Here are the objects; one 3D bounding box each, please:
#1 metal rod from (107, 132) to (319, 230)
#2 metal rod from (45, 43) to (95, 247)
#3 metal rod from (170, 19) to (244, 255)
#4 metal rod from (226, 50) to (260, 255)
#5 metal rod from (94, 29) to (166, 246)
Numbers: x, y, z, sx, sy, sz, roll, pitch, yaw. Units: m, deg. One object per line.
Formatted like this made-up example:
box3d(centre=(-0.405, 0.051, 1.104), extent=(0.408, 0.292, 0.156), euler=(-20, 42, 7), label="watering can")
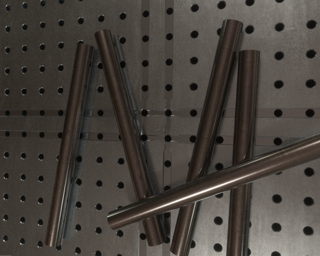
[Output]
box3d(centre=(0.069, 0.063, 0.359), extent=(0.300, 0.025, 0.025), euler=(-24, 82, 18), label="metal rod")
box3d(centre=(-0.134, 0.027, 0.458), extent=(0.025, 0.025, 0.298), euler=(12, 94, 19), label="metal rod")
box3d(centre=(0.058, 0.016, 0.391), extent=(0.025, 0.025, 0.298), euler=(14, 95, 19), label="metal rod")
box3d(centre=(0.100, 0.057, 0.377), extent=(0.025, 0.025, 0.298), euler=(4, 91, 19), label="metal rod")
box3d(centre=(-0.042, 0.009, 0.426), extent=(0.025, 0.025, 0.298), euler=(-17, 85, 19), label="metal rod")
